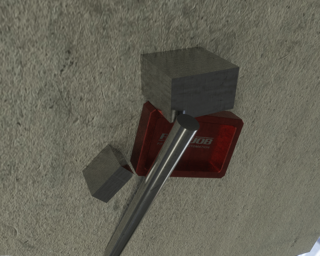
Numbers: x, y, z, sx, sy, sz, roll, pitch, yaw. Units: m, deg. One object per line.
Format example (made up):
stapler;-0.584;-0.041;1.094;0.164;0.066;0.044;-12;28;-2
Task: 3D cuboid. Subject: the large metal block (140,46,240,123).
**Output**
large metal block;0.031;-0.054;0.356;0.081;0.080;0.050;-13;124;-22

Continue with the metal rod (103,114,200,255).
metal rod;-0.025;0.099;0.403;0.025;0.025;0.298;1;134;-29

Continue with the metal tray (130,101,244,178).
metal tray;0.035;0.018;0.402;0.131;0.030;0.089;6;112;-23

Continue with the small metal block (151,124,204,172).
small metal block;0.025;0.029;0.440;0.050;0.025;0.050;29;102;-38

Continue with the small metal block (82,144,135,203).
small metal block;-0.066;0.057;0.391;0.050;0.050;0.025;-46;130;4
